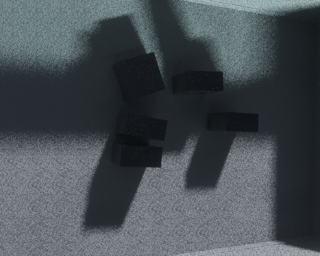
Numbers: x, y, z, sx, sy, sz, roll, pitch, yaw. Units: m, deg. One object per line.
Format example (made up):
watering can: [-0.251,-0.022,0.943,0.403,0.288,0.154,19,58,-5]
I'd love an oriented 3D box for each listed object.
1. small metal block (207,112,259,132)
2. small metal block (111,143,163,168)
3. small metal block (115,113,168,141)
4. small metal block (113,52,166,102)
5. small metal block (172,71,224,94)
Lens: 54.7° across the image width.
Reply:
small metal block: [0.102,-0.008,0.436,0.050,0.050,0.025,2,90,-20]
small metal block: [-0.030,0.033,0.387,0.050,0.050,0.025,5,89,-20]
small metal block: [-0.025,-0.001,0.389,0.050,0.050,0.025,11,87,-20]
small metal block: [-0.027,-0.066,0.401,0.050,0.025,0.050,-20,97,-19]
small metal block: [0.050,-0.060,0.417,0.050,0.050,0.025,-2,91,-20]
